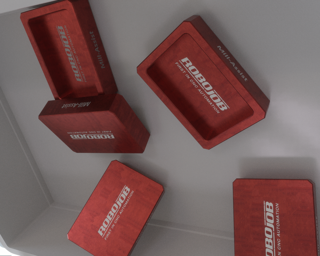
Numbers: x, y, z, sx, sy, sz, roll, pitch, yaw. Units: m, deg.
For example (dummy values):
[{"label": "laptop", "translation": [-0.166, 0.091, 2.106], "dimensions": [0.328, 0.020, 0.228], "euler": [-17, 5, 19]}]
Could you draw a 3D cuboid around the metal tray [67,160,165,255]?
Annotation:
[{"label": "metal tray", "translation": [-0.062, 0.124, 0.457], "dimensions": [0.090, 0.130, 0.030], "euler": [27, 167, 11]}]

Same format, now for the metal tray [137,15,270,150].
[{"label": "metal tray", "translation": [0.047, -0.047, 0.351], "dimensions": [0.130, 0.030, 0.090], "euler": [49, 129, -6]}]

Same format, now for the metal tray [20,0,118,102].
[{"label": "metal tray", "translation": [-0.118, -0.096, 0.408], "dimensions": [0.090, 0.030, 0.129], "euler": [-2, 118, 29]}]

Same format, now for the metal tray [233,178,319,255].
[{"label": "metal tray", "translation": [0.136, 0.125, 0.365], "dimensions": [0.090, 0.030, 0.129], "euler": [-4, 80, 30]}]

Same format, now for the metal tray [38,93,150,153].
[{"label": "metal tray", "translation": [-0.091, -0.002, 0.430], "dimensions": [0.130, 0.030, 0.090], "euler": [-2, 141, 29]}]
